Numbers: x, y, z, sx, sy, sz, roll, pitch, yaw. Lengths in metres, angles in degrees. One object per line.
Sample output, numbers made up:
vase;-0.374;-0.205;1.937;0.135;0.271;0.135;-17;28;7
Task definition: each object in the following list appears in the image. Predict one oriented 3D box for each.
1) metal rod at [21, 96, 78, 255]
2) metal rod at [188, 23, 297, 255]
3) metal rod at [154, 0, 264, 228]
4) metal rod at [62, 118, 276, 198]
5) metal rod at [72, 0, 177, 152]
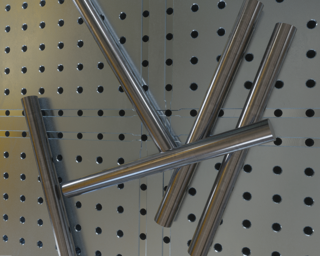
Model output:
metal rod;-0.162;0.096;0.468;0.025;0.025;0.298;-18;84;19
metal rod;0.097;0.022;0.378;0.025;0.025;0.298;22;97;18
metal rod;0.058;-0.013;0.391;0.025;0.025;0.298;24;98;18
metal rod;-0.009;0.046;0.393;0.300;0.025;0.025;-19;84;26
metal rod;-0.061;-0.094;0.432;0.025;0.025;0.299;-33;80;17
